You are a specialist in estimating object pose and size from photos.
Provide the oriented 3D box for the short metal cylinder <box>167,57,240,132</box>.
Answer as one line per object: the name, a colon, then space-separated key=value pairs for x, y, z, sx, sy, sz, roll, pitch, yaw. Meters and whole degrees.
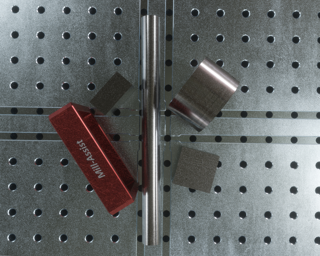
short metal cylinder: x=0.053 y=-0.041 z=0.386 sx=0.050 sy=0.080 sz=0.080 roll=38 pitch=90 yaw=-1

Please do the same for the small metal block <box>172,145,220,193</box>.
small metal block: x=0.047 y=0.054 z=0.415 sx=0.050 sy=0.025 sz=0.050 roll=15 pitch=90 yaw=-1

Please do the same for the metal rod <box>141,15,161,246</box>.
metal rod: x=-0.012 y=0.003 z=0.413 sx=0.025 sy=0.025 sz=0.298 roll=0 pitch=90 yaw=-1

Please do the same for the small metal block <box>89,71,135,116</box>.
small metal block: x=-0.059 y=-0.042 z=0.399 sx=0.025 sy=0.050 sz=0.050 roll=41 pitch=90 yaw=-1

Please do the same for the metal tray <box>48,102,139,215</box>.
metal tray: x=-0.075 y=0.033 z=0.379 sx=0.030 sy=0.090 sz=0.130 roll=-33 pitch=90 yaw=0
